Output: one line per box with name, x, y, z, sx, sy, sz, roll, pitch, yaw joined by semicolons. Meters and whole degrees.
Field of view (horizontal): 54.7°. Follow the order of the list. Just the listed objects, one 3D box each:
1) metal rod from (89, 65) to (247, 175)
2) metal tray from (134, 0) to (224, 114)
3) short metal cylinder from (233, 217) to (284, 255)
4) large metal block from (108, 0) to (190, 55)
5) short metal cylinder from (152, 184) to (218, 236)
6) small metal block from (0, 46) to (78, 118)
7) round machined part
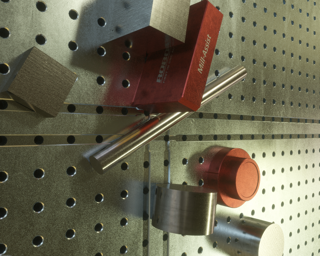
metal rod;0.032;-0.026;0.435;0.302;0.025;0.025;-33;111;-35
metal tray;0.021;-0.084;0.384;0.030;0.090;0.130;25;74;-37
short metal cylinder;0.171;0.200;0.537;0.081;0.050;0.080;0;90;-40
large metal block;-0.012;-0.138;0.363;0.050;0.080;0.080;14;81;-39
short metal cylinder;0.032;0.102;0.400;0.081;0.080;0.050;10;84;-40
small metal block;-0.119;-0.044;0.309;0.050;0.025;0.050;35;69;-35
round machined part;0.127;0.081;0.504;0.099;0.042;0.097;0;90;-40
